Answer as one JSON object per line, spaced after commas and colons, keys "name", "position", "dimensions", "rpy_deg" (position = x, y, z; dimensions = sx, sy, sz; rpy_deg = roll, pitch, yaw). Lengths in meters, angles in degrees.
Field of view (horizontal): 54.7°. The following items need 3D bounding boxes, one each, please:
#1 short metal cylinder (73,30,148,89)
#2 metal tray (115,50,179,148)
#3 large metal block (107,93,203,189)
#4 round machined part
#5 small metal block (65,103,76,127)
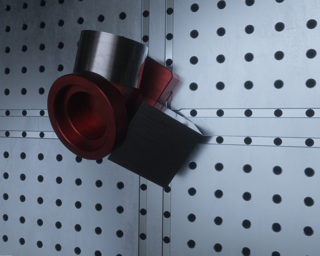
{"name": "short metal cylinder", "position": [-0.059, -0.080, 0.371], "dimensions": [0.080, 0.080, 0.050], "rpy_deg": [14, 95, 19]}
{"name": "metal tray", "position": [-0.046, -0.040, 0.426], "dimensions": [0.090, 0.030, 0.129], "rpy_deg": [36, 101, 16]}
{"name": "large metal block", "position": [-0.008, 0.015, 0.382], "dimensions": [0.080, 0.050, 0.080], "rpy_deg": [30, 101, -14]}
{"name": "round machined part", "position": [-0.076, -0.017, 0.350], "dimensions": [0.098, 0.042, 0.097], "rpy_deg": [12, 116, 27]}
{"name": "small metal block", "position": [-0.105, -0.027, 0.402], "dimensions": [0.025, 0.050, 0.050], "rpy_deg": [20, 97, 18]}
